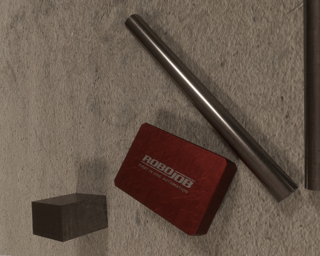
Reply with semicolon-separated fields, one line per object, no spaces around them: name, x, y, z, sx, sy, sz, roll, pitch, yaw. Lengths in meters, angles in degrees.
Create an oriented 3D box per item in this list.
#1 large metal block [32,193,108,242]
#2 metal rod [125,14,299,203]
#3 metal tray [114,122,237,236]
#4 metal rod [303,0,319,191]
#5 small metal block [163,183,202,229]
large metal block;-0.140;0.135;0.482;0.080;0.081;0.050;-6;86;39
metal rod;0.043;-0.042;0.367;0.025;0.025;0.300;-52;60;27
metal tray;0.014;0.056;0.371;0.130;0.030;0.090;24;87;37
metal rod;0.145;-0.094;0.284;0.025;0.025;0.298;-1;90;39
small metal block;0.036;0.088;0.374;0.050;0.025;0.050;36;112;33
